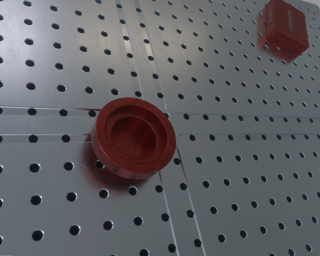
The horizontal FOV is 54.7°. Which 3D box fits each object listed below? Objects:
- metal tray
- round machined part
[{"bbox_3d":[0.286,-0.232,0.700,0.090,0.030,0.130,23,53,-14],"label":"metal tray"},{"bbox_3d":[-0.034,0.015,0.370,0.099,0.042,0.098,14,56,-21],"label":"round machined part"}]
